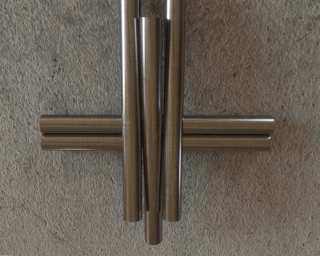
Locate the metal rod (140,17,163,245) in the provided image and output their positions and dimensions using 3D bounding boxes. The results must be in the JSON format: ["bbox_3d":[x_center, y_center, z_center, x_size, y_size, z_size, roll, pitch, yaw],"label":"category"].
[{"bbox_3d":[-0.009,0.018,0.390,0.025,0.025,0.298,0,110,0],"label":"metal rod"}]

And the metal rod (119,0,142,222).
[{"bbox_3d":[-0.035,-0.027,0.378,0.025,0.025,0.298,0,102,-1],"label":"metal rod"}]

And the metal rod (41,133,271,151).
[{"bbox_3d":[-0.005,0.019,0.419,0.302,0.025,0.025,0,110,-1],"label":"metal rod"}]

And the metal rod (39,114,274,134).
[{"bbox_3d":[-0.003,-0.005,0.410,0.302,0.025,0.025,0,110,-1],"label":"metal rod"}]

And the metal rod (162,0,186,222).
[{"bbox_3d":[0.017,-0.028,0.378,0.025,0.025,0.298,0,102,-1],"label":"metal rod"}]
